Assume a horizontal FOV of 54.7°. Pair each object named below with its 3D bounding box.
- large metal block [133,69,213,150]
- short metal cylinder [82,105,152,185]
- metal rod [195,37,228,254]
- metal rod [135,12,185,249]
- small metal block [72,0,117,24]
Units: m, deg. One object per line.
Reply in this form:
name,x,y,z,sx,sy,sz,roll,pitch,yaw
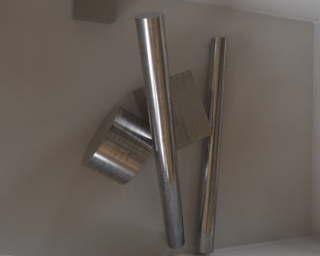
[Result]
large metal block,0.013,-0.021,0.387,0.050,0.080,0.080,-23,98,-19
short metal cylinder,-0.049,0.020,0.364,0.050,0.080,0.080,32,80,-18
metal rod,0.074,0.023,0.439,0.025,0.025,0.298,5,88,-20
metal rod,0.006,0.029,0.344,0.025,0.025,0.298,-19,124,-19
small metal block,-0.080,-0.157,0.377,0.050,0.025,0.050,1,101,-20
